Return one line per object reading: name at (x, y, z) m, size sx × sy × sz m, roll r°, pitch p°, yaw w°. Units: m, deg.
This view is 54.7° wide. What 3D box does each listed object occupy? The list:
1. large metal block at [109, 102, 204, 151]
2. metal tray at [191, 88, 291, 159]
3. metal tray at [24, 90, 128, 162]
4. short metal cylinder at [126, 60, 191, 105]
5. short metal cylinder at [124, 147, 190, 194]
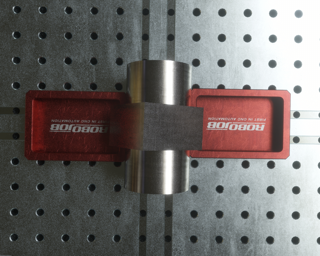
large metal block at (-0.006, -0.001, 0.371) m, size 0.081 × 0.080 × 0.050 m, roll 2°, pitch 90°, yaw -34°
metal tray at (0.102, -0.005, 0.411) m, size 0.131 × 0.030 × 0.089 m, roll 1°, pitch 90°, yaw 0°
metal tray at (-0.107, -0.003, 0.409) m, size 0.131 × 0.030 × 0.089 m, roll 1°, pitch 90°, yaw 0°
short metal cylinder at (-0.001, -0.051, 0.385) m, size 0.081 × 0.080 × 0.050 m, roll 1°, pitch 90°, yaw 0°
short metal cylinder at (-0.004, 0.049, 0.385) m, size 0.081 × 0.080 × 0.050 m, roll 2°, pitch 90°, yaw 0°
